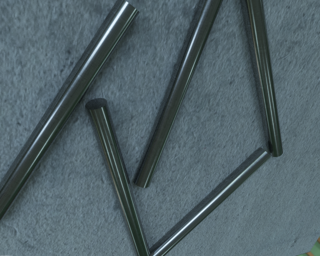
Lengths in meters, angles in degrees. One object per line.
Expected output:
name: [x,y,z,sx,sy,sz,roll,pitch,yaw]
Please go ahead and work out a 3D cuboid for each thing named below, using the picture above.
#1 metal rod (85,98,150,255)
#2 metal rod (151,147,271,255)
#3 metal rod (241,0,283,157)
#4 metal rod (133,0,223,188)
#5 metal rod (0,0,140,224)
metal rod: [-0.051,0.092,0.437,0.025,0.025,0.298,-22,127,-16]
metal rod: [0.073,0.145,0.538,0.300,0.025,0.025,-43,130,1]
metal rod: [0.154,-0.063,0.454,0.025,0.025,0.299,-32,129,-8]
metal rod: [0.023,-0.052,0.388,0.025,0.025,0.298,7,115,-32]
metal rod: [-0.118,-0.006,0.339,0.025,0.025,0.299,28,103,-38]
